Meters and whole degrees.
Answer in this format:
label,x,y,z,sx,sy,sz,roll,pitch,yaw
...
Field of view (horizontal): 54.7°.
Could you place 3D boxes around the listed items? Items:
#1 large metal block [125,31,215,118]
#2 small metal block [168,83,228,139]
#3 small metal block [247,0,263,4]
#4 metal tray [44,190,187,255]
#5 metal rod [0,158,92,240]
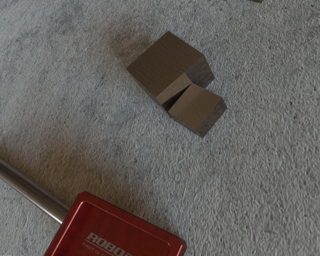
label,x,y,z,sx,sy,sz,roll,pitch,yaw
large metal block,0.014,-0.075,0.425,0.080,0.050,0.080,-42,51,-1
small metal block,0.048,-0.023,0.392,0.050,0.025,0.050,34,81,37
small metal block,0.143,-0.219,0.462,0.050,0.025,0.050,-49,52,-6
metal tray,-0.049,0.133,0.326,0.130,0.030,0.090,20,71,22
metal rod,-0.204,0.082,0.457,0.300,0.025,0.025,20,72,35
